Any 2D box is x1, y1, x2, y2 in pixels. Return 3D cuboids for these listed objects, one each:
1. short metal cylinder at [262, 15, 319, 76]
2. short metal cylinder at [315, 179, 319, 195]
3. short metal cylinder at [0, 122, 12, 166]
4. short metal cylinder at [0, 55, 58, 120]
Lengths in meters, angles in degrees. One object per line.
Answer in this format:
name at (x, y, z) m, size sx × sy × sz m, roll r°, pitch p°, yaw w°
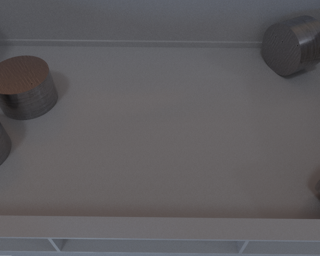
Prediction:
short metal cylinder at (0.205, -0.127, 0.477) m, size 0.050 × 0.080 × 0.080 m, roll -21°, pitch 53°, yaw -17°
short metal cylinder at (0.212, 0.061, 0.319) m, size 0.081 × 0.080 × 0.050 m, roll -18°, pitch 53°, yaw -15°
short metal cylinder at (-0.231, 0.015, 0.375) m, size 0.080 × 0.050 × 0.080 m, roll 0°, pitch 50°, yaw 0°
short metal cylinder at (-0.191, -0.057, 0.435) m, size 0.080 × 0.050 × 0.080 m, roll 0°, pitch 50°, yaw 0°
